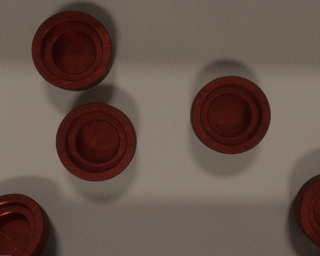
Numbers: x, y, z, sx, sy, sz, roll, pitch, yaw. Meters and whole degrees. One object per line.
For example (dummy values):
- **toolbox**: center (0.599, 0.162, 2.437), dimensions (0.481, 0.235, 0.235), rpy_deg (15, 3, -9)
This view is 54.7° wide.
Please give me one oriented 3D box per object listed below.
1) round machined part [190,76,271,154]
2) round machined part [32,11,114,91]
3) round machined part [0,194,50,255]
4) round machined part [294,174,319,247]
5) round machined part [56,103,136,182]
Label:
- **round machined part**: center (0.088, -0.016, 0.404), dimensions (0.099, 0.042, 0.097), rpy_deg (0, 90, -1)
- **round machined part**: center (-0.109, -0.096, 0.401), dimensions (0.099, 0.042, 0.097), rpy_deg (0, 90, -1)
- **round machined part**: center (-0.186, 0.136, 0.386), dimensions (0.099, 0.042, 0.098), rpy_deg (-2, 56, 3)
- **round machined part**: center (0.225, 0.106, 0.403), dimensions (0.099, 0.042, 0.097), rpy_deg (0, 88, 4)
- **round machined part**: center (-0.079, 0.017, 0.402), dimensions (0.099, 0.042, 0.097), rpy_deg (0, 90, -1)
